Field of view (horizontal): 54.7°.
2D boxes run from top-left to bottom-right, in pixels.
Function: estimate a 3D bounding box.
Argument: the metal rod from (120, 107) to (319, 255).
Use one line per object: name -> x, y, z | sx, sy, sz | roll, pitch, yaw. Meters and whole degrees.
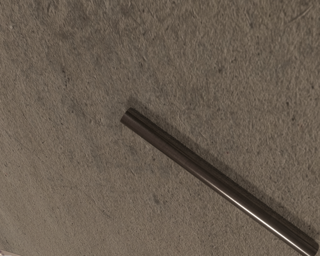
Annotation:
metal rod -> 0.075, 0.070, 0.409 | 0.301, 0.025, 0.025 | 36, 129, 3
